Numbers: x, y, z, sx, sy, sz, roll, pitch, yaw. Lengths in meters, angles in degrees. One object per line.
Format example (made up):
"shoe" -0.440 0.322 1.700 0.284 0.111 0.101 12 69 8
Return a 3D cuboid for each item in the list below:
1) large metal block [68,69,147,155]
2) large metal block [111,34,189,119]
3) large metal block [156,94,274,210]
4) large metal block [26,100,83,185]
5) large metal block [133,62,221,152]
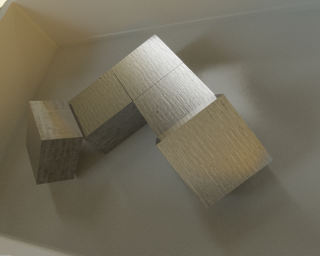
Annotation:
"large metal block" -0.074 -0.024 0.441 0.080 0.050 0.080 -38 51 3
"large metal block" -0.010 -0.073 0.437 0.080 0.050 0.080 -38 51 3
"large metal block" 0.052 0.021 0.320 0.080 0.050 0.080 -38 95 3
"large metal block" -0.149 0.018 0.427 0.080 0.050 0.079 55 136 39
"large metal block" 0.026 -0.021 0.387 0.080 0.050 0.080 -38 51 3
